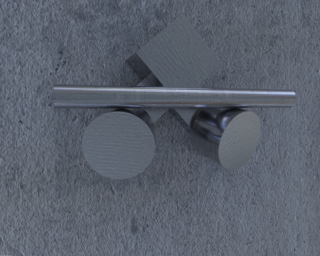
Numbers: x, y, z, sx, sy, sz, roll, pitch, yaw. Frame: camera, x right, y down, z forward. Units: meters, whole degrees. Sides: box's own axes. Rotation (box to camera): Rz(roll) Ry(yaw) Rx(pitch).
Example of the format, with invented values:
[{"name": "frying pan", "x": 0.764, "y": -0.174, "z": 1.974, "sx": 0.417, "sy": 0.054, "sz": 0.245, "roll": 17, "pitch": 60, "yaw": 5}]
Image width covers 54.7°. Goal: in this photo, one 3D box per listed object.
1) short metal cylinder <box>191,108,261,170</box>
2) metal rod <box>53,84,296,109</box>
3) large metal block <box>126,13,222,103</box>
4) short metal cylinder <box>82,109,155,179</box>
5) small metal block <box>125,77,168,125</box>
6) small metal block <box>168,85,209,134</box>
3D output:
[{"name": "short metal cylinder", "x": 0.089, "y": 0.009, "z": 0.415, "sx": 0.081, "sy": 0.050, "sz": 0.079, "roll": -16, "pitch": 117, "yaw": -33}, {"name": "metal rod", "x": 0.033, "y": -0.036, "z": 0.368, "sx": 0.303, "sy": 0.025, "sz": 0.025, "roll": -2, "pitch": 91, "yaw": -20}, {"name": "large metal block", "x": 0.017, "y": -0.085, "z": 0.401, "sx": 0.080, "sy": 0.050, "sz": 0.080, "roll": -44, "pitch": 104, "yaw": -15}, {"name": "short metal cylinder", "x": -0.046, "y": 0.013, "z": 0.365, "sx": 0.081, "sy": 0.050, "sz": 0.079, "roll": 0, "pitch": 107, "yaw": -1}, {"name": "small metal block", "x": -0.023, "y": -0.029, "z": 0.402, "sx": 0.050, "sy": 0.025, "sz": 0.050, "roll": -45, "pitch": 104, "yaw": -15}, {"name": "small metal block", "x": 0.045, "y": -0.027, "z": 0.427, "sx": 0.050, "sy": 0.025, "sz": 0.050, "roll": -45, "pitch": 104, "yaw": -14}]
